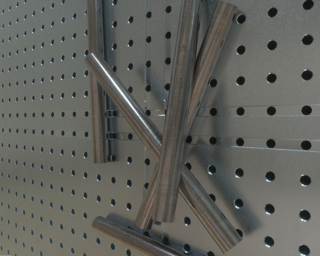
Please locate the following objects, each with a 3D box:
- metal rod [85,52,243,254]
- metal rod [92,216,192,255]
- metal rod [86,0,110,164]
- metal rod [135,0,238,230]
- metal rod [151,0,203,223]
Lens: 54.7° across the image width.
[{"bbox_3d":[-0.009,0.014,0.379,0.300,0.025,0.025,52,120,22],"label":"metal rod"},{"bbox_3d":[0.018,0.167,0.392,0.300,0.025,0.025,8,95,39],"label":"metal rod"},{"bbox_3d":[-0.099,-0.095,0.488,0.025,0.025,0.298,-5,87,39],"label":"metal rod"},{"bbox_3d":[0.027,-0.003,0.385,0.025,0.025,0.298,31,109,35],"label":"metal rod"},{"bbox_3d":[0.024,-0.048,0.350,0.025,0.025,0.298,1,79,39],"label":"metal rod"}]
